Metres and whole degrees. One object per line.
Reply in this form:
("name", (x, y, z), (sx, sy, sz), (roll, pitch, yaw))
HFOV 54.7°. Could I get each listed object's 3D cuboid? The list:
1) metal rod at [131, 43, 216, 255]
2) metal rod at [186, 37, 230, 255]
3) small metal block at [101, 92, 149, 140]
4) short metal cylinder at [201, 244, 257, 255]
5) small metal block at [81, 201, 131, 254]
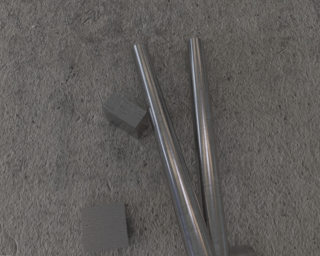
("metal rod", (0.004, 0.002, 0.360), (0.025, 0.025, 0.299), (-13, 53, -5))
("metal rod", (0.052, 0.002, 0.371), (0.025, 0.025, 0.300), (0, 56, 0))
("small metal block", (-0.043, -0.014, 0.400), (0.050, 0.050, 0.025), (31, 74, 11))
("short metal cylinder", (0.073, 0.165, 0.319), (0.050, 0.080, 0.080), (-5, 70, -2))
("small metal block", (-0.064, 0.117, 0.365), (0.050, 0.025, 0.050), (-8, 70, -3))
